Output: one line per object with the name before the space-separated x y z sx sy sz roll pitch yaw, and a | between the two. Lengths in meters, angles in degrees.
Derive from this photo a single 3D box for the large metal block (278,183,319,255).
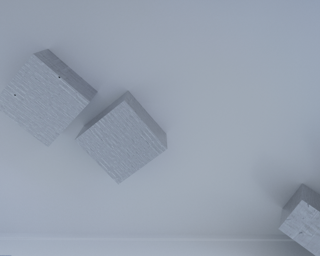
large metal block | 0.213 0.128 0.417 0.080 0.080 0.050 35 109 17

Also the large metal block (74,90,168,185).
large metal block | -0.047 0.012 0.402 0.080 0.050 0.080 -37 106 12

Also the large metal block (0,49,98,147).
large metal block | -0.138 -0.038 0.382 0.080 0.050 0.080 42 104 -14
